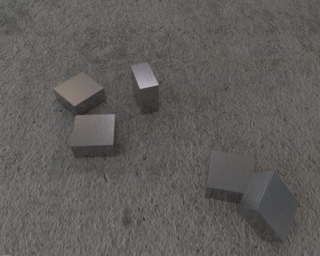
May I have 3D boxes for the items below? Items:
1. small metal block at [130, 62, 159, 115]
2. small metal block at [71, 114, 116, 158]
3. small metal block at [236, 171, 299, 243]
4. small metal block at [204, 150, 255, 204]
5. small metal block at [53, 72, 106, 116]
[{"bbox_3d":[-0.021,-0.055,0.433,0.025,0.050,0.050,-14,52,-11],"label":"small metal block"},{"bbox_3d":[-0.082,0.010,0.394,0.050,0.025,0.050,-2,50,-2],"label":"small metal block"},{"bbox_3d":[0.112,0.080,0.319,0.050,0.025,0.050,50,55,-16],"label":"small metal block"},{"bbox_3d":[0.080,0.057,0.356,0.050,0.025,0.050,9,51,7],"label":"small metal block"},{"bbox_3d":[-0.114,-0.048,0.442,0.050,0.025,0.050,36,59,26],"label":"small metal block"}]
